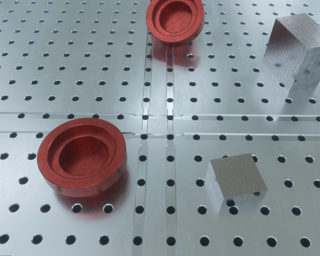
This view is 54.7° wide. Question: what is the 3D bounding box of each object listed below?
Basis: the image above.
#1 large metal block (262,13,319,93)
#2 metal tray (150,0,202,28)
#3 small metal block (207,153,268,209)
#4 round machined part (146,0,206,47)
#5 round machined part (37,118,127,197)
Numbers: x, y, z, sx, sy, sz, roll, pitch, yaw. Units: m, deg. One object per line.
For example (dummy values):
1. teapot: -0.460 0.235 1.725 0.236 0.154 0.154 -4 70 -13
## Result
1. large metal block: 0.207 -0.114 0.469 0.050 0.080 0.080 -14 52 -11
2. metal tray: 0.030 -0.254 0.551 0.090 0.129 0.030 20 46 16
3. small metal block: 0.088 0.060 0.357 0.050 0.025 0.050 -9 51 -8
4. round machined part: 0.029 -0.186 0.533 0.098 0.042 0.097 -1 84 14
5. round machined part: -0.088 0.038 0.364 0.099 0.042 0.098 0 50 0
